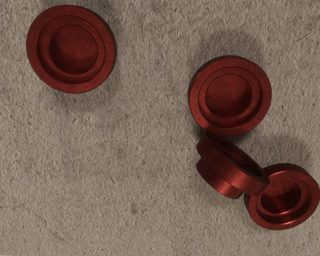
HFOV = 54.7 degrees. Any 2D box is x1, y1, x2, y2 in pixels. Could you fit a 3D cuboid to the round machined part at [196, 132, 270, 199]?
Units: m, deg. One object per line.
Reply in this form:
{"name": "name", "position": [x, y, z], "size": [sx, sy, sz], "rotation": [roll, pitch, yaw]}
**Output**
{"name": "round machined part", "position": [0.085, 0.051, 0.391], "size": [0.098, 0.098, 0.042], "rotation": [32, 107, -12]}

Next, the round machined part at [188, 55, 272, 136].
{"name": "round machined part", "position": [0.083, -0.042, 0.387], "size": [0.099, 0.042, 0.097], "rotation": [0, 110, -1]}

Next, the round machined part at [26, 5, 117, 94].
{"name": "round machined part", "position": [-0.100, -0.093, 0.365], "size": [0.099, 0.042, 0.097], "rotation": [0, 110, -1]}

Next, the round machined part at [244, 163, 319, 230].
{"name": "round machined part", "position": [0.166, 0.091, 0.435], "size": [0.099, 0.042, 0.097], "rotation": [-1, 113, -3]}
